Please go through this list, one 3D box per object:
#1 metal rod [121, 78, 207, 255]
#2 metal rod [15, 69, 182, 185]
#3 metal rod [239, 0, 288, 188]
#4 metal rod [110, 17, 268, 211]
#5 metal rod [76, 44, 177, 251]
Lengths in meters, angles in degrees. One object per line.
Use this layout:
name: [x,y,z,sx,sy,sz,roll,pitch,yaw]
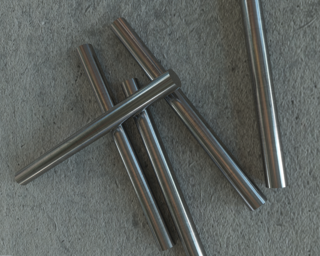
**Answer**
metal rod: [0.012,0.075,0.404,0.025,0.025,0.299,-24,82,18]
metal rod: [-0.099,0.010,0.421,0.300,0.025,0.025,-30,80,26]
metal rod: [0.117,-0.080,0.367,0.025,0.025,0.298,-8,87,20]
metal rod: [0.030,-0.026,0.398,0.025,0.025,0.299,-40,78,15]
metal rod: [-0.050,0.020,0.426,0.025,0.025,0.299,-27,81,18]
